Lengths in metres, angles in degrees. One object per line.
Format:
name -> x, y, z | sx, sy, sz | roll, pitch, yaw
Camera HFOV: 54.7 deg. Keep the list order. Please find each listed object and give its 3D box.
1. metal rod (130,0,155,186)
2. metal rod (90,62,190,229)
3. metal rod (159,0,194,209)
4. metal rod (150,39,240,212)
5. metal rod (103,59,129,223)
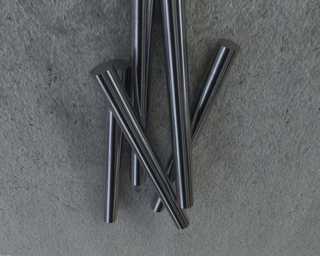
metal rod -> -0.024, -0.035, 0.376 | 0.025, 0.025, 0.298 | 3, 130, -3
metal rod -> -0.012, 0.046, 0.411 | 0.025, 0.025, 0.299 | -15, 129, 12
metal rod -> 0.024, -0.016, 0.370 | 0.025, 0.025, 0.298 | -4, 123, 3
metal rod -> 0.035, 0.020, 0.424 | 0.025, 0.025, 0.298 | 12, 129, -10
metal rod -> -0.067, 0.042, 0.441 | 0.025, 0.025, 0.298 | 6, 130, -5
